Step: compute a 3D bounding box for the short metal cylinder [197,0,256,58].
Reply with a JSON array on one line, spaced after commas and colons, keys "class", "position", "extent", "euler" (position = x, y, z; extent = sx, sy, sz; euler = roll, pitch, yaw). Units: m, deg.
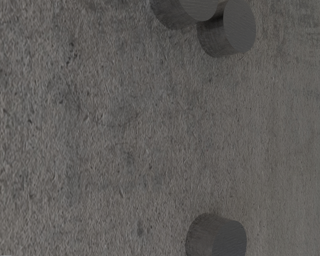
[{"class": "short metal cylinder", "position": [0.102, -0.151, 0.474], "extent": [0.081, 0.050, 0.080], "euler": [0, 90, -40]}]

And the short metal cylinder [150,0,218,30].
[{"class": "short metal cylinder", "position": [0.032, -0.178, 0.415], "extent": [0.081, 0.050, 0.080], "euler": [0, 90, -40]}]

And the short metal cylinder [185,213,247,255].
[{"class": "short metal cylinder", "position": [0.084, 0.172, 0.459], "extent": [0.081, 0.050, 0.080], "euler": [0, 90, -40]}]
